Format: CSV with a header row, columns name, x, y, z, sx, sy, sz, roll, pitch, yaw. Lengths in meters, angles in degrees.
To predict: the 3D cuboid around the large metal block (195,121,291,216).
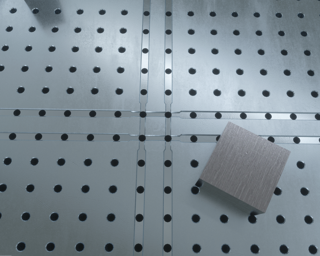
name,x,y,z,sx,sy,sz,roll,pitch,yaw
large metal block,0.099,0.051,0.381,0.080,0.050,0.080,27,72,9
